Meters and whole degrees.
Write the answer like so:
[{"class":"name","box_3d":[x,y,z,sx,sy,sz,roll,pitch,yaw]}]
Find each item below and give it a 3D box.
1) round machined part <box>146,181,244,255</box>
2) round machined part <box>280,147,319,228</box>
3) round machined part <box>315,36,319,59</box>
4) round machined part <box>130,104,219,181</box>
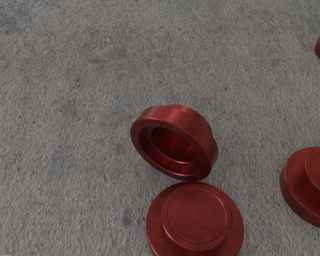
[{"class":"round machined part","box_3d":[0.035,0.096,0.312,0.099,0.042,0.098,0,50,0]},{"class":"round machined part","box_3d":[0.189,0.059,0.343,0.099,0.042,0.098,0,50,0]},{"class":"round machined part","box_3d":[0.314,-0.138,0.510,0.099,0.042,0.098,0,50,0]},{"class":"round machined part","box_3d":[0.019,0.012,0.346,0.098,0.097,0.042,23,54,18]}]
